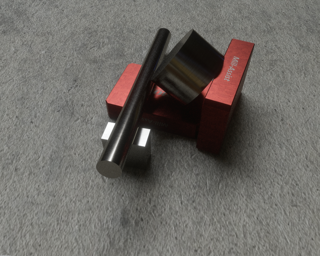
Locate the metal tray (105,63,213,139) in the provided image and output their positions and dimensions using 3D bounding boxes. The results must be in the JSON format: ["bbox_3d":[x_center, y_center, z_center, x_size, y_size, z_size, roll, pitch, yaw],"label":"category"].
[{"bbox_3d":[0.002,-0.041,0.435,0.131,0.030,0.090,14,51,11],"label":"metal tray"}]

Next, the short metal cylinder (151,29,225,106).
[{"bbox_3d":[0.033,-0.075,0.384,0.050,0.080,0.080,38,53,-12],"label":"short metal cylinder"}]

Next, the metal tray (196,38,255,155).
[{"bbox_3d":[0.085,-0.042,0.399,0.030,0.089,0.130,18,52,14],"label":"metal tray"}]

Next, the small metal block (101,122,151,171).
[{"bbox_3d":[-0.038,0.023,0.369,0.050,0.050,0.025,10,51,8],"label":"small metal block"}]

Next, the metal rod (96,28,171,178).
[{"bbox_3d":[-0.021,-0.057,0.402,0.025,0.025,0.300,8,41,6],"label":"metal rod"}]
